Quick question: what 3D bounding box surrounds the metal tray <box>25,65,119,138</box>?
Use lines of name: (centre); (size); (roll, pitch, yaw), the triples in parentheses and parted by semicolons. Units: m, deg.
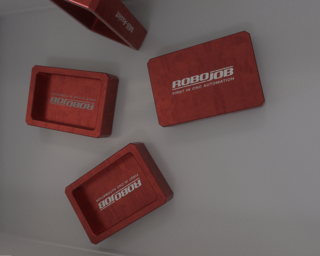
metal tray: (-0.130, -0.040, 0.453); (0.130, 0.030, 0.089); (10, 93, 19)

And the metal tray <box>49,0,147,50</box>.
metal tray: (-0.080, -0.144, 0.381); (0.090, 0.130, 0.030); (27, 93, 18)

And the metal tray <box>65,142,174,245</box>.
metal tray: (-0.059, 0.090, 0.428); (0.130, 0.030, 0.090); (-35, 79, 16)

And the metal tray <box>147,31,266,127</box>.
metal tray: (0.056, -0.057, 0.388); (0.130, 0.030, 0.090); (-12, 86, 19)
